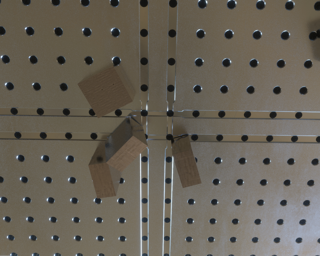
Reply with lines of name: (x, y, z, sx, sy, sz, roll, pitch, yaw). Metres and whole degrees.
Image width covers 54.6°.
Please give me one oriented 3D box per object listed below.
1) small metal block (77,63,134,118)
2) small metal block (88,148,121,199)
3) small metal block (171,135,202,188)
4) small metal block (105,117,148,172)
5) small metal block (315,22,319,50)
small metal block: (-0.068, -0.048, 0.395, 0.050, 0.025, 0.050, -25, 108, 9)
small metal block: (-0.074, 0.059, 0.421, 0.025, 0.050, 0.050, -9, 110, 4)
small metal block: (0.035, 0.044, 0.416, 0.025, 0.050, 0.050, -16, 109, 6)
small metal block: (-0.045, 0.021, 0.405, 0.025, 0.050, 0.050, 38, 106, -27)
small metal block: (0.223, -0.110, 0.374, 0.050, 0.025, 0.050, -19, 109, 7)
